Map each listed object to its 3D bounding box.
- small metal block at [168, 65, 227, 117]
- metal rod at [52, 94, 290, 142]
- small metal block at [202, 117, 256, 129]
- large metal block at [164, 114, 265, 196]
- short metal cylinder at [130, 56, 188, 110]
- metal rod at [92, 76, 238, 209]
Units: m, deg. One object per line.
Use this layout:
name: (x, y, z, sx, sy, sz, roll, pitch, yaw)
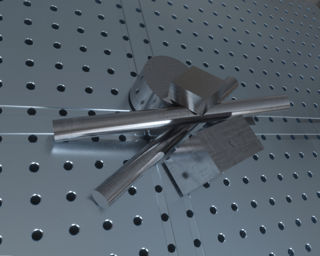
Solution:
small metal block: (0.046, -0.047, 0.383, 0.050, 0.025, 0.050, 31, 48, 21)
metal rod: (0.027, -0.015, 0.383, 0.302, 0.025, 0.025, -7, 65, -17)
small metal block: (0.098, -0.003, 0.442, 0.050, 0.050, 0.025, -1, 62, -27)
large metal block: (0.065, 0.033, 0.382, 0.081, 0.080, 0.050, -20, 73, -36)
short metal cylinder: (0.006, -0.051, 0.422, 0.081, 0.050, 0.080, 14, 55, -21)
metal rod: (0.028, 0.000, 0.419, 0.025, 0.025, 0.302, 47, 51, 4)
